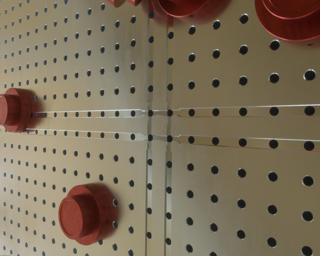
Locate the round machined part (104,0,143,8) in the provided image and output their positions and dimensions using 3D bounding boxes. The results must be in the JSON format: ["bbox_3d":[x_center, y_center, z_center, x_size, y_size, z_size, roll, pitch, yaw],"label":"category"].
[{"bbox_3d":[-0.033,-0.200,0.403,0.042,0.098,0.097,32,116,-5],"label":"round machined part"}]

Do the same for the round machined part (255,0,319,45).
[{"bbox_3d":[0.135,-0.130,0.287,0.098,0.042,0.097,0,90,40],"label":"round machined part"}]

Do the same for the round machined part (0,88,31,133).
[{"bbox_3d":[-0.322,-0.038,0.667,0.098,0.042,0.097,0,90,40],"label":"round machined part"}]

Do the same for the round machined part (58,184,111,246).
[{"bbox_3d":[-0.129,0.143,0.507,0.098,0.042,0.097,0,90,40],"label":"round machined part"}]

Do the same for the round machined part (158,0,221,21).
[{"bbox_3d":[0.031,-0.184,0.373,0.098,0.042,0.097,0,90,40],"label":"round machined part"}]
